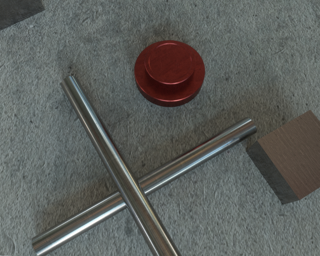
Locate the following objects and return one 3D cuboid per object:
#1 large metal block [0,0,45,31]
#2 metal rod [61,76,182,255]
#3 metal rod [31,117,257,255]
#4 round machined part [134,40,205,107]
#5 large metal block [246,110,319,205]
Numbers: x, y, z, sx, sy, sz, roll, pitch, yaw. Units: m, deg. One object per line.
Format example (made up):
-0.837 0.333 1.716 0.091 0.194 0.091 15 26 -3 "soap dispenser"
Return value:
-0.236 -0.206 0.467 0.080 0.050 0.080 -31 73 -11 "large metal block"
-0.049 0.049 0.366 0.025 0.025 0.299 -29 64 -10 "metal rod"
-0.010 0.067 0.383 0.302 0.025 0.025 -28 73 -10 "metal rod"
0.014 -0.082 0.429 0.099 0.042 0.098 0 70 -1 "round machined part"
0.169 0.037 0.384 0.080 0.050 0.080 -28 73 -10 "large metal block"
